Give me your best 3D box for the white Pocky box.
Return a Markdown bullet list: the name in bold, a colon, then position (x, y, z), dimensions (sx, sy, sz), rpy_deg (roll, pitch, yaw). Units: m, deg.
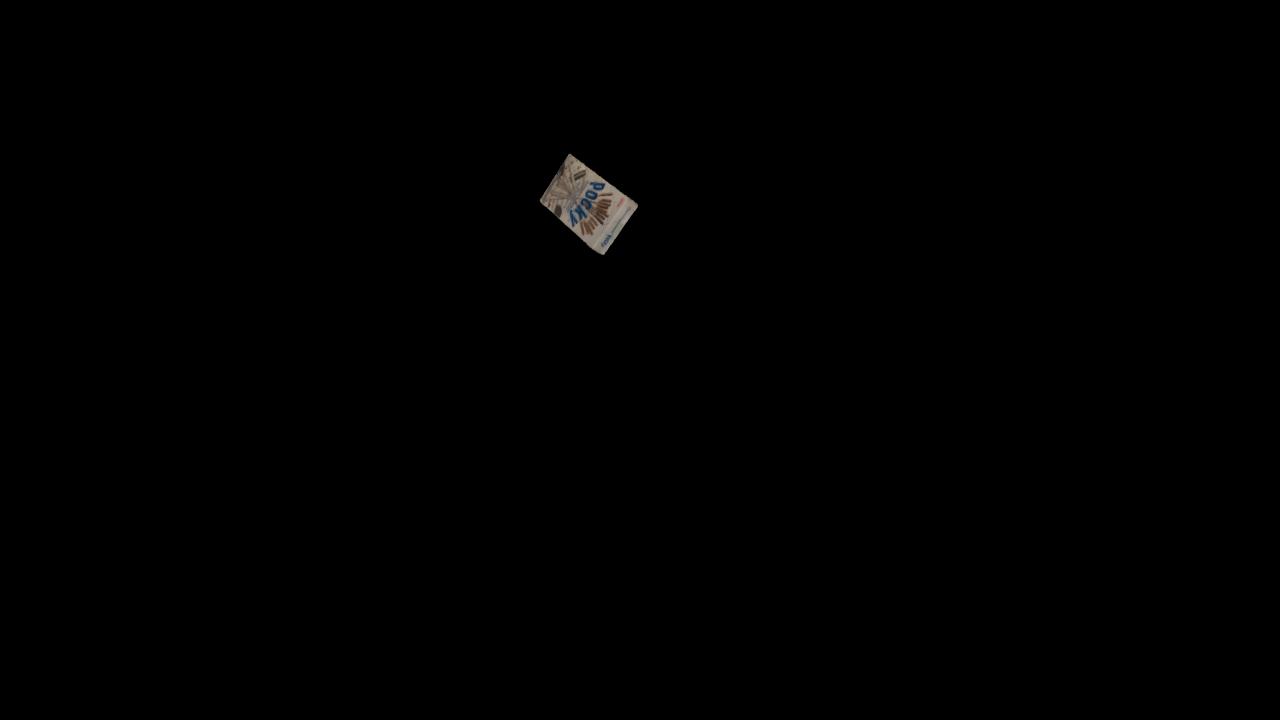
- **white Pocky box**: position (-0.074, -0.216, 0.849), dimensions (0.028, 0.084, 0.154), rpy_deg (21, 19, -51)
